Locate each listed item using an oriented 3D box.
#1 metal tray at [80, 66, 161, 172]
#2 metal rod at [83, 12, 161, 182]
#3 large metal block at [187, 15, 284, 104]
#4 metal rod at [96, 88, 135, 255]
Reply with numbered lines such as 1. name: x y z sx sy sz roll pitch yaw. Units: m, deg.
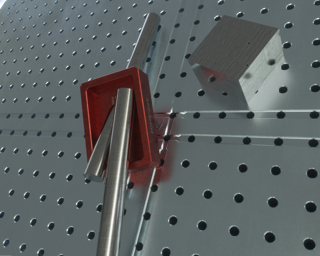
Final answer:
1. metal tray: -0.054 -0.006 0.409 0.090 0.030 0.129 -13 77 20
2. metal rod: -0.046 -0.063 0.451 0.025 0.025 0.300 -2 55 27
3. large metal block: 0.097 -0.090 0.396 0.080 0.050 0.080 32 80 38
4. metal rod: -0.053 0.094 0.349 0.025 0.025 0.299 -6 68 25
